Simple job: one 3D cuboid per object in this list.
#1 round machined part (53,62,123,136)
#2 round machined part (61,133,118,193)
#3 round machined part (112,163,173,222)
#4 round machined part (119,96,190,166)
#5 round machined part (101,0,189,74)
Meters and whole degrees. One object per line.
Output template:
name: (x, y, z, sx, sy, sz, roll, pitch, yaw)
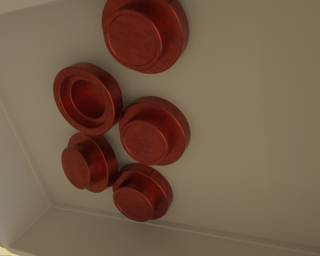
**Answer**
round machined part: (-0.091, -0.042, 0.419, 0.098, 0.042, 0.097, 14, 124, 22)
round machined part: (-0.113, 0.055, 0.474, 0.098, 0.042, 0.097, 16, 115, 36)
round machined part: (-0.033, 0.106, 0.481, 0.098, 0.042, 0.097, 13, 124, 21)
round machined part: (-0.013, 0.011, 0.411, 0.098, 0.042, 0.097, 13, 124, 21)
round machined part: (-0.021, -0.102, 0.338, 0.098, 0.042, 0.097, 15, 132, 18)
